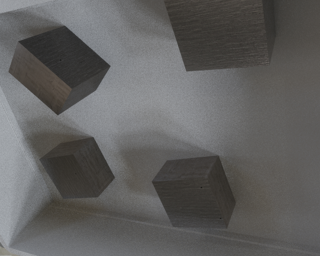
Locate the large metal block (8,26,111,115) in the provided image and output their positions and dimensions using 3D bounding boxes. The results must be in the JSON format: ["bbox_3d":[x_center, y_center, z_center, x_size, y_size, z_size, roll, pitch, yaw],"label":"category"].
[{"bbox_3d":[-0.125,-0.075,0.393,0.080,0.080,0.050,42,129,-1],"label":"large metal block"}]

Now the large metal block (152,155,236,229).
[{"bbox_3d":[0.048,0.088,0.422,0.080,0.050,0.080,-10,114,32],"label":"large metal block"}]

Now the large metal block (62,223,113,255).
[{"bbox_3d":[-0.145,0.251,0.627,0.080,0.050,0.079,16,125,19],"label":"large metal block"}]

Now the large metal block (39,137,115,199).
[{"bbox_3d":[-0.134,0.067,0.504,0.080,0.050,0.080,-10,113,32],"label":"large metal block"}]

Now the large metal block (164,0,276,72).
[{"bbox_3d":[0.058,-0.102,0.286,0.080,0.050,0.080,1,135,28],"label":"large metal block"}]
